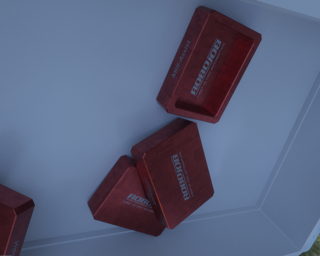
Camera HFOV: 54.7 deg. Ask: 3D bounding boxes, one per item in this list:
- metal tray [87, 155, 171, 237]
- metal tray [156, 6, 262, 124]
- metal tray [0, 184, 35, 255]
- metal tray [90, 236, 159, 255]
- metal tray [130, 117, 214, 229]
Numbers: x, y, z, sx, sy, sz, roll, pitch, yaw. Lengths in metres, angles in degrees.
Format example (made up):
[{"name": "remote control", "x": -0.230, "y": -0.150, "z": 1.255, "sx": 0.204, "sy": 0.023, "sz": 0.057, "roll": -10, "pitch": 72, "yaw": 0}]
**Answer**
[{"name": "metal tray", "x": -0.027, "y": 0.103, "z": 0.452, "sx": 0.130, "sy": 0.030, "sz": 0.090, "roll": 32, "pitch": 97, "yaw": -38}, {"name": "metal tray", "x": 0.062, "y": -0.074, "z": 0.394, "sx": 0.091, "sy": 0.030, "sz": 0.129, "roll": 12, "pitch": 112, "yaw": -34}, {"name": "metal tray", "x": -0.195, "y": 0.120, "z": 0.326, "sx": 0.090, "sy": 0.030, "sz": 0.129, "roll": 22, "pitch": 100, "yaw": 9}, {"name": "metal tray", "x": -0.069, "y": 0.241, "z": 0.521, "sx": 0.131, "sy": 0.030, "sz": 0.089, "roll": -11, "pitch": 124, "yaw": -23}, {"name": "metal tray", "x": 0.022, "y": 0.063, "z": 0.426, "sx": 0.091, "sy": 0.030, "sz": 0.129, "roll": -32, "pitch": 120, "yaw": -26}]
